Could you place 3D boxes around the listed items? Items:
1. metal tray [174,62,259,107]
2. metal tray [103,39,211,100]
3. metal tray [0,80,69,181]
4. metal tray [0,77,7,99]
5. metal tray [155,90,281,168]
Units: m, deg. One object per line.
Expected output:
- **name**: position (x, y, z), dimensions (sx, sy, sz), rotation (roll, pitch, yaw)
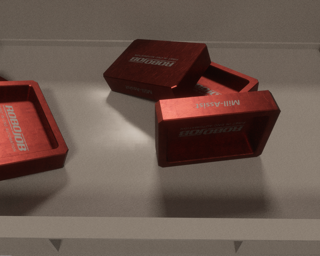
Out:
- **metal tray**: position (0.059, -0.057, 0.439), dimensions (0.130, 0.030, 0.090), rotation (31, 56, 32)
- **metal tray**: position (-0.006, -0.085, 0.440), dimensions (0.130, 0.030, 0.090), rotation (15, 57, 35)
- **metal tray**: position (-0.177, -0.003, 0.372), dimensions (0.091, 0.030, 0.130), rotation (-9, 53, -38)
- **metal tray**: position (-0.244, -0.026, 0.383), dimensions (0.030, 0.090, 0.130), rotation (-31, 43, 29)
- **metal tray**: position (0.061, 0.003, 0.360), dimensions (0.131, 0.089, 0.030), rotation (-6, 51, -5)
